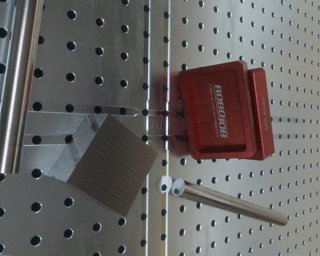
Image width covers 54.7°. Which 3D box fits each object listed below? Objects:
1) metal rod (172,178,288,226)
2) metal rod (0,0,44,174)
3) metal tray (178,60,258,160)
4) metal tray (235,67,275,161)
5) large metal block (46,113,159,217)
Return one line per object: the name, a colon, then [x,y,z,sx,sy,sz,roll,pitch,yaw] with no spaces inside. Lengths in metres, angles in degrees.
metal rod: [0.134,0.133,0.524,0.302,0.025,0.025,25,75,-38]
metal rod: [-0.129,-0.107,0.301,0.025,0.025,0.298,10,84,-40]
metal tray: [0.081,-0.023,0.434,0.030,0.090,0.129,-26,108,-61]
metal tray: [0.118,-0.020,0.468,0.030,0.090,0.129,-17,101,-39]
large metal block: [-0.061,0.040,0.344,0.080,0.050,0.080,42,65,-32]
